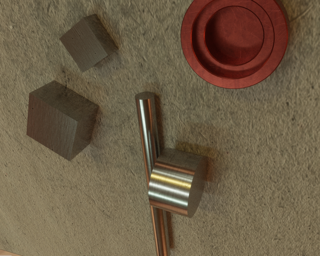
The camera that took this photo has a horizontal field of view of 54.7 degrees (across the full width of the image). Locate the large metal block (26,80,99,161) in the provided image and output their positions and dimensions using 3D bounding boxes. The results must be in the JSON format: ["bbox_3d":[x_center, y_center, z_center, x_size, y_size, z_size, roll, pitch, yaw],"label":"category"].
[{"bbox_3d":[-0.145,-0.011,0.458,0.080,0.050,0.079,30,128,8],"label":"large metal block"}]

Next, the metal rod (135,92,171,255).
[{"bbox_3d":[-0.007,0.088,0.463,0.025,0.025,0.298,8,122,23],"label":"metal rod"}]

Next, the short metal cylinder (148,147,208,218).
[{"bbox_3d":[0.025,0.069,0.400,0.050,0.080,0.079,12,124,21],"label":"short metal cylinder"}]

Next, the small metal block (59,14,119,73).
[{"bbox_3d":[-0.089,-0.105,0.387,0.050,0.025,0.050,-23,106,36],"label":"small metal block"}]

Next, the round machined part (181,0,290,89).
[{"bbox_3d":[0.073,-0.091,0.300,0.098,0.042,0.097,13,124,20],"label":"round machined part"}]
